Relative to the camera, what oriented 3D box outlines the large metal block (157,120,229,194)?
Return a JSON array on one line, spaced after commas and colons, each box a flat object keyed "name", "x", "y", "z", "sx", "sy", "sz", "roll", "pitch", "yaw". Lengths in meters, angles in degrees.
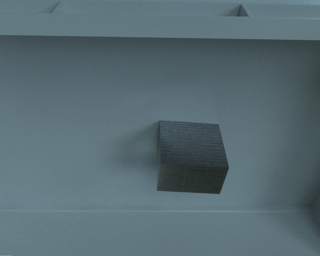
[{"name": "large metal block", "x": 0.038, "y": 0.037, "z": 0.405, "sx": 0.081, "sy": 0.080, "sz": 0.050, "roll": 4, "pitch": 130, "yaw": -4}]
